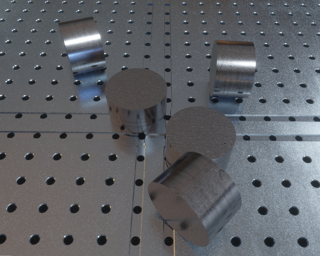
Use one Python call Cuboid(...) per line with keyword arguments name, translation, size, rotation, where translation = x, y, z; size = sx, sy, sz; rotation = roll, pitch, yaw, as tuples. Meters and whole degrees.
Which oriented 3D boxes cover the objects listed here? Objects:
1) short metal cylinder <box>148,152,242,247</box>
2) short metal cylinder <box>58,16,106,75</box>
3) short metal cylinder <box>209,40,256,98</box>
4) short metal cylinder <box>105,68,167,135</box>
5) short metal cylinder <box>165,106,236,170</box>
Cuboid(name="short metal cylinder", translation=(0.034, 0.071, 0.313), size=(0.080, 0.080, 0.050), rotation=(37, 59, 26))
Cuboid(name="short metal cylinder", translation=(-0.120, -0.126, 0.476), size=(0.050, 0.080, 0.080), rotation=(-17, 52, -14))
Cuboid(name="short metal cylinder", translation=(0.101, -0.084, 0.444), size=(0.050, 0.080, 0.080), rotation=(3, 50, 2))
Cuboid(name="short metal cylinder", translation=(-0.031, -0.037, 0.422), size=(0.081, 0.050, 0.080), rotation=(0, 50, 0))
Cuboid(name="short metal cylinder", translation=(0.047, 0.020, 0.376), size=(0.081, 0.050, 0.080), rotation=(0, 50, 0))
